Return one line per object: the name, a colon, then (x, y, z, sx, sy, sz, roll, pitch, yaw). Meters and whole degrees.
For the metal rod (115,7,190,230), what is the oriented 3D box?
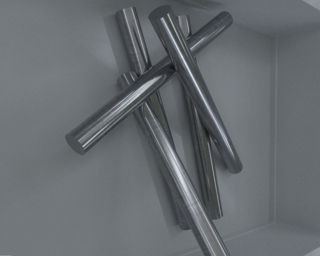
metal rod: (-0.001, -0.002, 0.405, 0.025, 0.025, 0.298, -26, 107, -37)

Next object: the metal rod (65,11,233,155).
metal rod: (0.009, -0.072, 0.373, 0.301, 0.025, 0.025, -45, 117, -34)

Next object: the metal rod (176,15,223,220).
metal rod: (0.056, -0.009, 0.453, 0.025, 0.025, 0.298, -19, 102, -38)

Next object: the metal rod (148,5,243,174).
metal rod: (0.062, -0.025, 0.410, 0.025, 0.025, 0.300, -59, 138, -23)

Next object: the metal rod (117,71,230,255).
metal rod: (0.026, 0.069, 0.345, 0.025, 0.025, 0.299, -18, 75, -39)
